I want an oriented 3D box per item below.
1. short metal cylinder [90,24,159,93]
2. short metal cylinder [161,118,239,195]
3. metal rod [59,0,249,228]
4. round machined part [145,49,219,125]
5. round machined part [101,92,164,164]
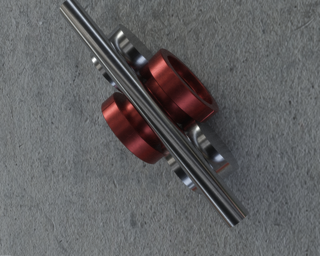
[{"bbox_3d":[-0.041,-0.084,0.394,0.050,0.080,0.080,-41,78,15],"label":"short metal cylinder"},{"bbox_3d":[0.047,0.030,0.364,0.050,0.080,0.080,-41,78,15],"label":"short metal cylinder"},{"bbox_3d":[-0.015,-0.026,0.330,0.025,0.025,0.300,-42,77,15],"label":"metal rod"},{"bbox_3d":[0.021,-0.043,0.364,0.042,0.098,0.098,-42,77,20],"label":"round machined part"},{"bbox_3d":[-0.021,-0.007,0.377,0.042,0.098,0.098,-40,78,11],"label":"round machined part"}]
